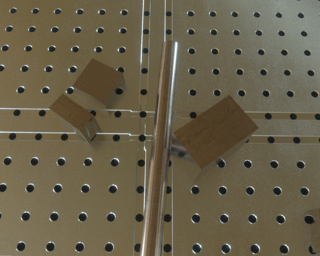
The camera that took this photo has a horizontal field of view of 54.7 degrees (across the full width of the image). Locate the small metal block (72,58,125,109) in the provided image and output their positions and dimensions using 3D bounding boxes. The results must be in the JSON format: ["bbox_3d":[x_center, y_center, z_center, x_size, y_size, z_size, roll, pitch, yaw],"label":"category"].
[{"bbox_3d":[-0.085,-0.062,0.433,0.050,0.025,0.050,27,72,9],"label":"small metal block"}]

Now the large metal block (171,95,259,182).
[{"bbox_3d":[0.061,0.016,0.377,0.080,0.080,0.050,-34,74,-12],"label":"large metal block"}]

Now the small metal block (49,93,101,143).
[{"bbox_3d":[-0.109,-0.012,0.401,0.050,0.050,0.025,34,74,11],"label":"small metal block"}]

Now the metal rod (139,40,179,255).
[{"bbox_3d":[0.002,0.018,0.404,0.025,0.025,0.299,5,70,1],"label":"metal rod"}]

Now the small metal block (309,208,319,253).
[{"bbox_3d":[0.210,0.125,0.369,0.050,0.025,0.050,6,70,2],"label":"small metal block"}]
